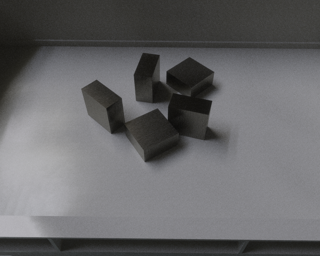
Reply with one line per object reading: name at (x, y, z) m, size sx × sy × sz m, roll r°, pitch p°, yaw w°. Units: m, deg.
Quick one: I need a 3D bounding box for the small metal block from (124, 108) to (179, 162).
small metal block at (-0.011, 0.008, 0.398) m, size 0.050 × 0.025 × 0.050 m, roll -26°, pitch 55°, yaw -20°

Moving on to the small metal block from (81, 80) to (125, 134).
small metal block at (-0.074, -0.028, 0.412) m, size 0.050 × 0.050 × 0.025 m, roll 37°, pitch 59°, yaw 26°

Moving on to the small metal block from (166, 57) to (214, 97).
small metal block at (0.045, -0.076, 0.469) m, size 0.050 × 0.025 × 0.050 m, roll -36°, pitch 59°, yaw -27°

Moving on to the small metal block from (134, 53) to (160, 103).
small metal block at (-0.018, -0.072, 0.449) m, size 0.025 × 0.050 × 0.050 m, roll 9°, pitch 51°, yaw 8°

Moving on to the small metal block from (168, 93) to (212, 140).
small metal block at (0.038, -0.014, 0.401) m, size 0.050 × 0.050 × 0.025 m, roll 12°, pitch 51°, yaw 10°
